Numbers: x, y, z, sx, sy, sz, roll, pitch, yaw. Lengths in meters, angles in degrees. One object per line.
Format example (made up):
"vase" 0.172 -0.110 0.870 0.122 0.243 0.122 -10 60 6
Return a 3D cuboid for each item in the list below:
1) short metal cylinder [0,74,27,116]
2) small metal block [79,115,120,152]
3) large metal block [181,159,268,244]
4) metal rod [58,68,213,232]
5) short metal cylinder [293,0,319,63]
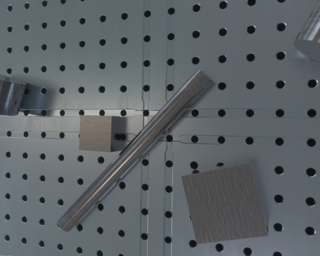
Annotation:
"short metal cylinder" -0.252 -0.055 0.472 0.080 0.080 0.050 20 97 19
"small metal block" -0.086 0.007 0.443 0.050 0.025 0.050 2 91 20
"large metal block" 0.079 0.086 0.371 0.080 0.050 0.080 -14 85 19
"metal rod" -0.042 0.039 0.427 0.299 0.025 0.025 -47 76 14
"short metal cylinder" 0.188 -0.094 0.317 0.080 0.080 0.050 31 100 17
